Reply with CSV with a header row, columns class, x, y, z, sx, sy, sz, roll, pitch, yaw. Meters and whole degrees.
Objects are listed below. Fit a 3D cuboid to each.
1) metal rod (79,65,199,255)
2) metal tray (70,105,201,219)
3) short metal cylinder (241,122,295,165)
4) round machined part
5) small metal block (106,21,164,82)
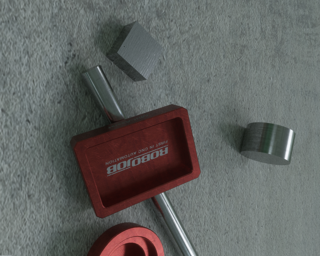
class,x,y,z,sx,sy,sz,roll,pitch,yaw
metal rod,-0.016,0.062,0.392,0.025,0.025,0.299,-40,114,-33
metal tray,-0.024,0.034,0.352,0.131,0.030,0.089,-19,108,-19
short metal cylinder,0.183,0.028,0.526,0.080,0.080,0.050,26,74,-37
round machined part,-0.045,0.158,0.358,0.099,0.042,0.097,0,90,-40
small metal block,-0.030,-0.093,0.381,0.050,0.025,0.050,40,66,-33
